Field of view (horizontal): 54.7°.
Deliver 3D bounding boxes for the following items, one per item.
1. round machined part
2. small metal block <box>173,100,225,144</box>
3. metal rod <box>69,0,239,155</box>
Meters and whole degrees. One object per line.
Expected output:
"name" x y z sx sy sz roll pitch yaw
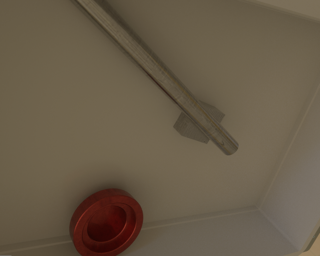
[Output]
"round machined part" -0.076 0.127 0.428 0.099 0.042 0.097 -11 113 -28
"small metal block" 0.055 -0.010 0.435 0.050 0.025 0.050 19 108 -36
"metal rod" 0.006 -0.055 0.357 0.025 0.025 0.300 -46 123 4
